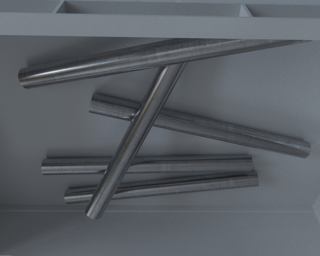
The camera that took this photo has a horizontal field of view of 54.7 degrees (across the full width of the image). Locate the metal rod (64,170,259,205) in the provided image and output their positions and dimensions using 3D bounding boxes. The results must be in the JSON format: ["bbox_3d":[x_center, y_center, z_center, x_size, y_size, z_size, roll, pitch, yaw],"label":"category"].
[{"bbox_3d":[0.000,0.094,0.489,0.302,0.025,0.025,-6,130,5],"label":"metal rod"}]

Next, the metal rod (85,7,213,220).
[{"bbox_3d":[-0.026,0.001,0.374,0.025,0.025,0.298,22,116,-18],"label":"metal rod"}]

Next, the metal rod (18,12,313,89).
[{"bbox_3d":[-0.012,-0.073,0.314,0.301,0.025,0.025,-6,131,17],"label":"metal rod"}]

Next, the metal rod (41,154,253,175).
[{"bbox_3d":[-0.018,0.054,0.454,0.302,0.025,0.025,-1,130,0],"label":"metal rod"}]

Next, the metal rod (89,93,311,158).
[{"bbox_3d":[0.060,0.000,0.409,0.302,0.025,0.025,12,129,-11],"label":"metal rod"}]
